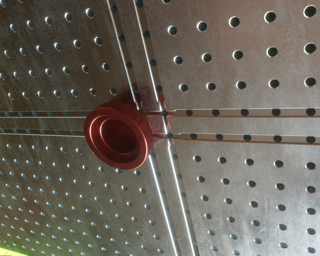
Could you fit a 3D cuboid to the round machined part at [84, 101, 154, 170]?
[{"bbox_3d":[-0.053,0.007,0.431,0.098,0.042,0.097,13,124,20],"label":"round machined part"}]
